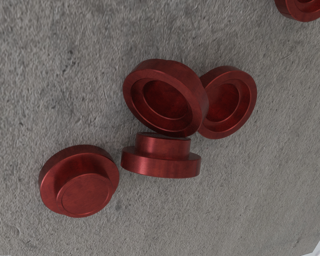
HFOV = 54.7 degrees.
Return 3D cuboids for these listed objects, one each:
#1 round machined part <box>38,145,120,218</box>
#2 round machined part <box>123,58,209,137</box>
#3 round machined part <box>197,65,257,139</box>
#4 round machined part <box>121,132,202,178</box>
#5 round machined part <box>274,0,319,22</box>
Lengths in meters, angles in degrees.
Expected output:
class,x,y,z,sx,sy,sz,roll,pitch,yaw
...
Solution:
class,x,y,z,sx,sy,sz,roll,pitch,yaw
round machined part,-0.098,0.073,0.388,0.099,0.042,0.097,-14,124,-21
round machined part,0.010,-0.038,0.354,0.042,0.098,0.098,-56,139,-35
round machined part,0.077,-0.037,0.414,0.099,0.042,0.097,-15,124,-22
round machined part,0.003,0.030,0.384,0.099,0.098,0.042,4,95,-30
round machined part,0.177,-0.184,0.378,0.099,0.042,0.097,-14,124,-21
